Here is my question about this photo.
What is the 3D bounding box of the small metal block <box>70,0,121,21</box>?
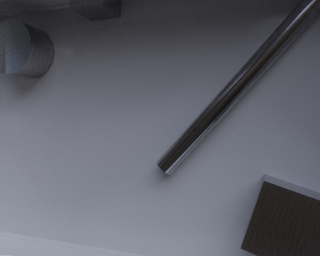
[{"bbox_3d":[-0.088,-0.171,0.427,0.050,0.050,0.025,1,91,20],"label":"small metal block"}]

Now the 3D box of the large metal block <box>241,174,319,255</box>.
[{"bbox_3d":[0.144,0.106,0.346,0.080,0.050,0.080,19,96,18],"label":"large metal block"}]

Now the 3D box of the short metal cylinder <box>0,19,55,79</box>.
[{"bbox_3d":[-0.210,-0.118,0.469,0.080,0.050,0.079,0,90,19],"label":"short metal cylinder"}]

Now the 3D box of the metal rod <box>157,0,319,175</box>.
[{"bbox_3d":[0.101,-0.057,0.374,0.025,0.025,0.299,44,103,14],"label":"metal rod"}]
